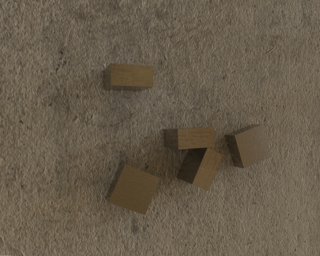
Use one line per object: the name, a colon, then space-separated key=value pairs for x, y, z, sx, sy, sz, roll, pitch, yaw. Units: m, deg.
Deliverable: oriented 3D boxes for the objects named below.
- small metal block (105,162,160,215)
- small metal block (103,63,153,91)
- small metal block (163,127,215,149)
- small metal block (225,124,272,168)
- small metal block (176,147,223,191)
small metal block: x=-0.035 y=0.077 z=0.396 sx=0.050 sy=0.025 sz=0.050 roll=25 pitch=82 yaw=-18
small metal block: x=-0.040 y=-0.061 z=0.381 sx=0.050 sy=0.050 sz=0.025 roll=-1 pitch=91 yaw=-20
small metal block: x=0.037 y=0.013 z=0.409 sx=0.050 sy=0.050 sz=0.025 roll=-2 pitch=91 yaw=-20
small metal block: x=0.130 y=0.026 z=0.457 sx=0.050 sy=0.025 sz=0.050 roll=-20 pitch=97 yaw=-19
small metal block: x=0.052 y=0.052 z=0.415 sx=0.025 sy=0.050 sz=0.050 roll=27 pitch=81 yaw=-18
